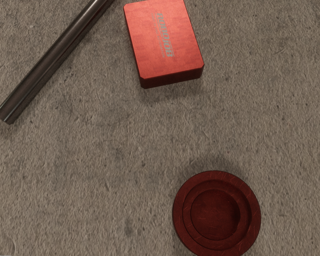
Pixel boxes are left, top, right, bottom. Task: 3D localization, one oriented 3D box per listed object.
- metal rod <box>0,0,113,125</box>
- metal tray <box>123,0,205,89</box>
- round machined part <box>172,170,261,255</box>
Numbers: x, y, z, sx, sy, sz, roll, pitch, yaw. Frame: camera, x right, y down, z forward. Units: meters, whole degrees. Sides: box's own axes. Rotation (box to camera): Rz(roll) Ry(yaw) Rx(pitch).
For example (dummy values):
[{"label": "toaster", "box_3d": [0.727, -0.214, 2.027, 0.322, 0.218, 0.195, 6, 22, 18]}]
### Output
[{"label": "metal rod", "box_3d": [-0.132, -0.131, 0.454, 0.025, 0.025, 0.300, 30, 72, 10]}, {"label": "metal tray", "box_3d": [0.003, -0.127, 0.452, 0.091, 0.030, 0.130, -12, 71, -5]}, {"label": "round machined part", "box_3d": [0.063, 0.102, 0.363, 0.099, 0.042, 0.098, 0, 70, -1]}]
